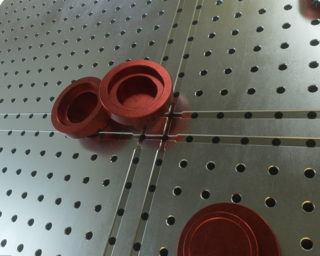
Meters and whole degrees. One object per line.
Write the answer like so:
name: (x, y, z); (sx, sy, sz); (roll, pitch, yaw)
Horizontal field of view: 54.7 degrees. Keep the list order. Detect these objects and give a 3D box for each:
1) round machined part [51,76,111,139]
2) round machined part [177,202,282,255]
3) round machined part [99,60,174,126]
round machined part: (-0.112, -0.027, 0.470); (0.098, 0.042, 0.098); (-13, 56, 21)
round machined part: (0.061, 0.118, 0.292); (0.098, 0.042, 0.098); (-13, 56, 20)
round machined part: (-0.030, -0.044, 0.427); (0.099, 0.042, 0.098); (-3, 58, 5)
